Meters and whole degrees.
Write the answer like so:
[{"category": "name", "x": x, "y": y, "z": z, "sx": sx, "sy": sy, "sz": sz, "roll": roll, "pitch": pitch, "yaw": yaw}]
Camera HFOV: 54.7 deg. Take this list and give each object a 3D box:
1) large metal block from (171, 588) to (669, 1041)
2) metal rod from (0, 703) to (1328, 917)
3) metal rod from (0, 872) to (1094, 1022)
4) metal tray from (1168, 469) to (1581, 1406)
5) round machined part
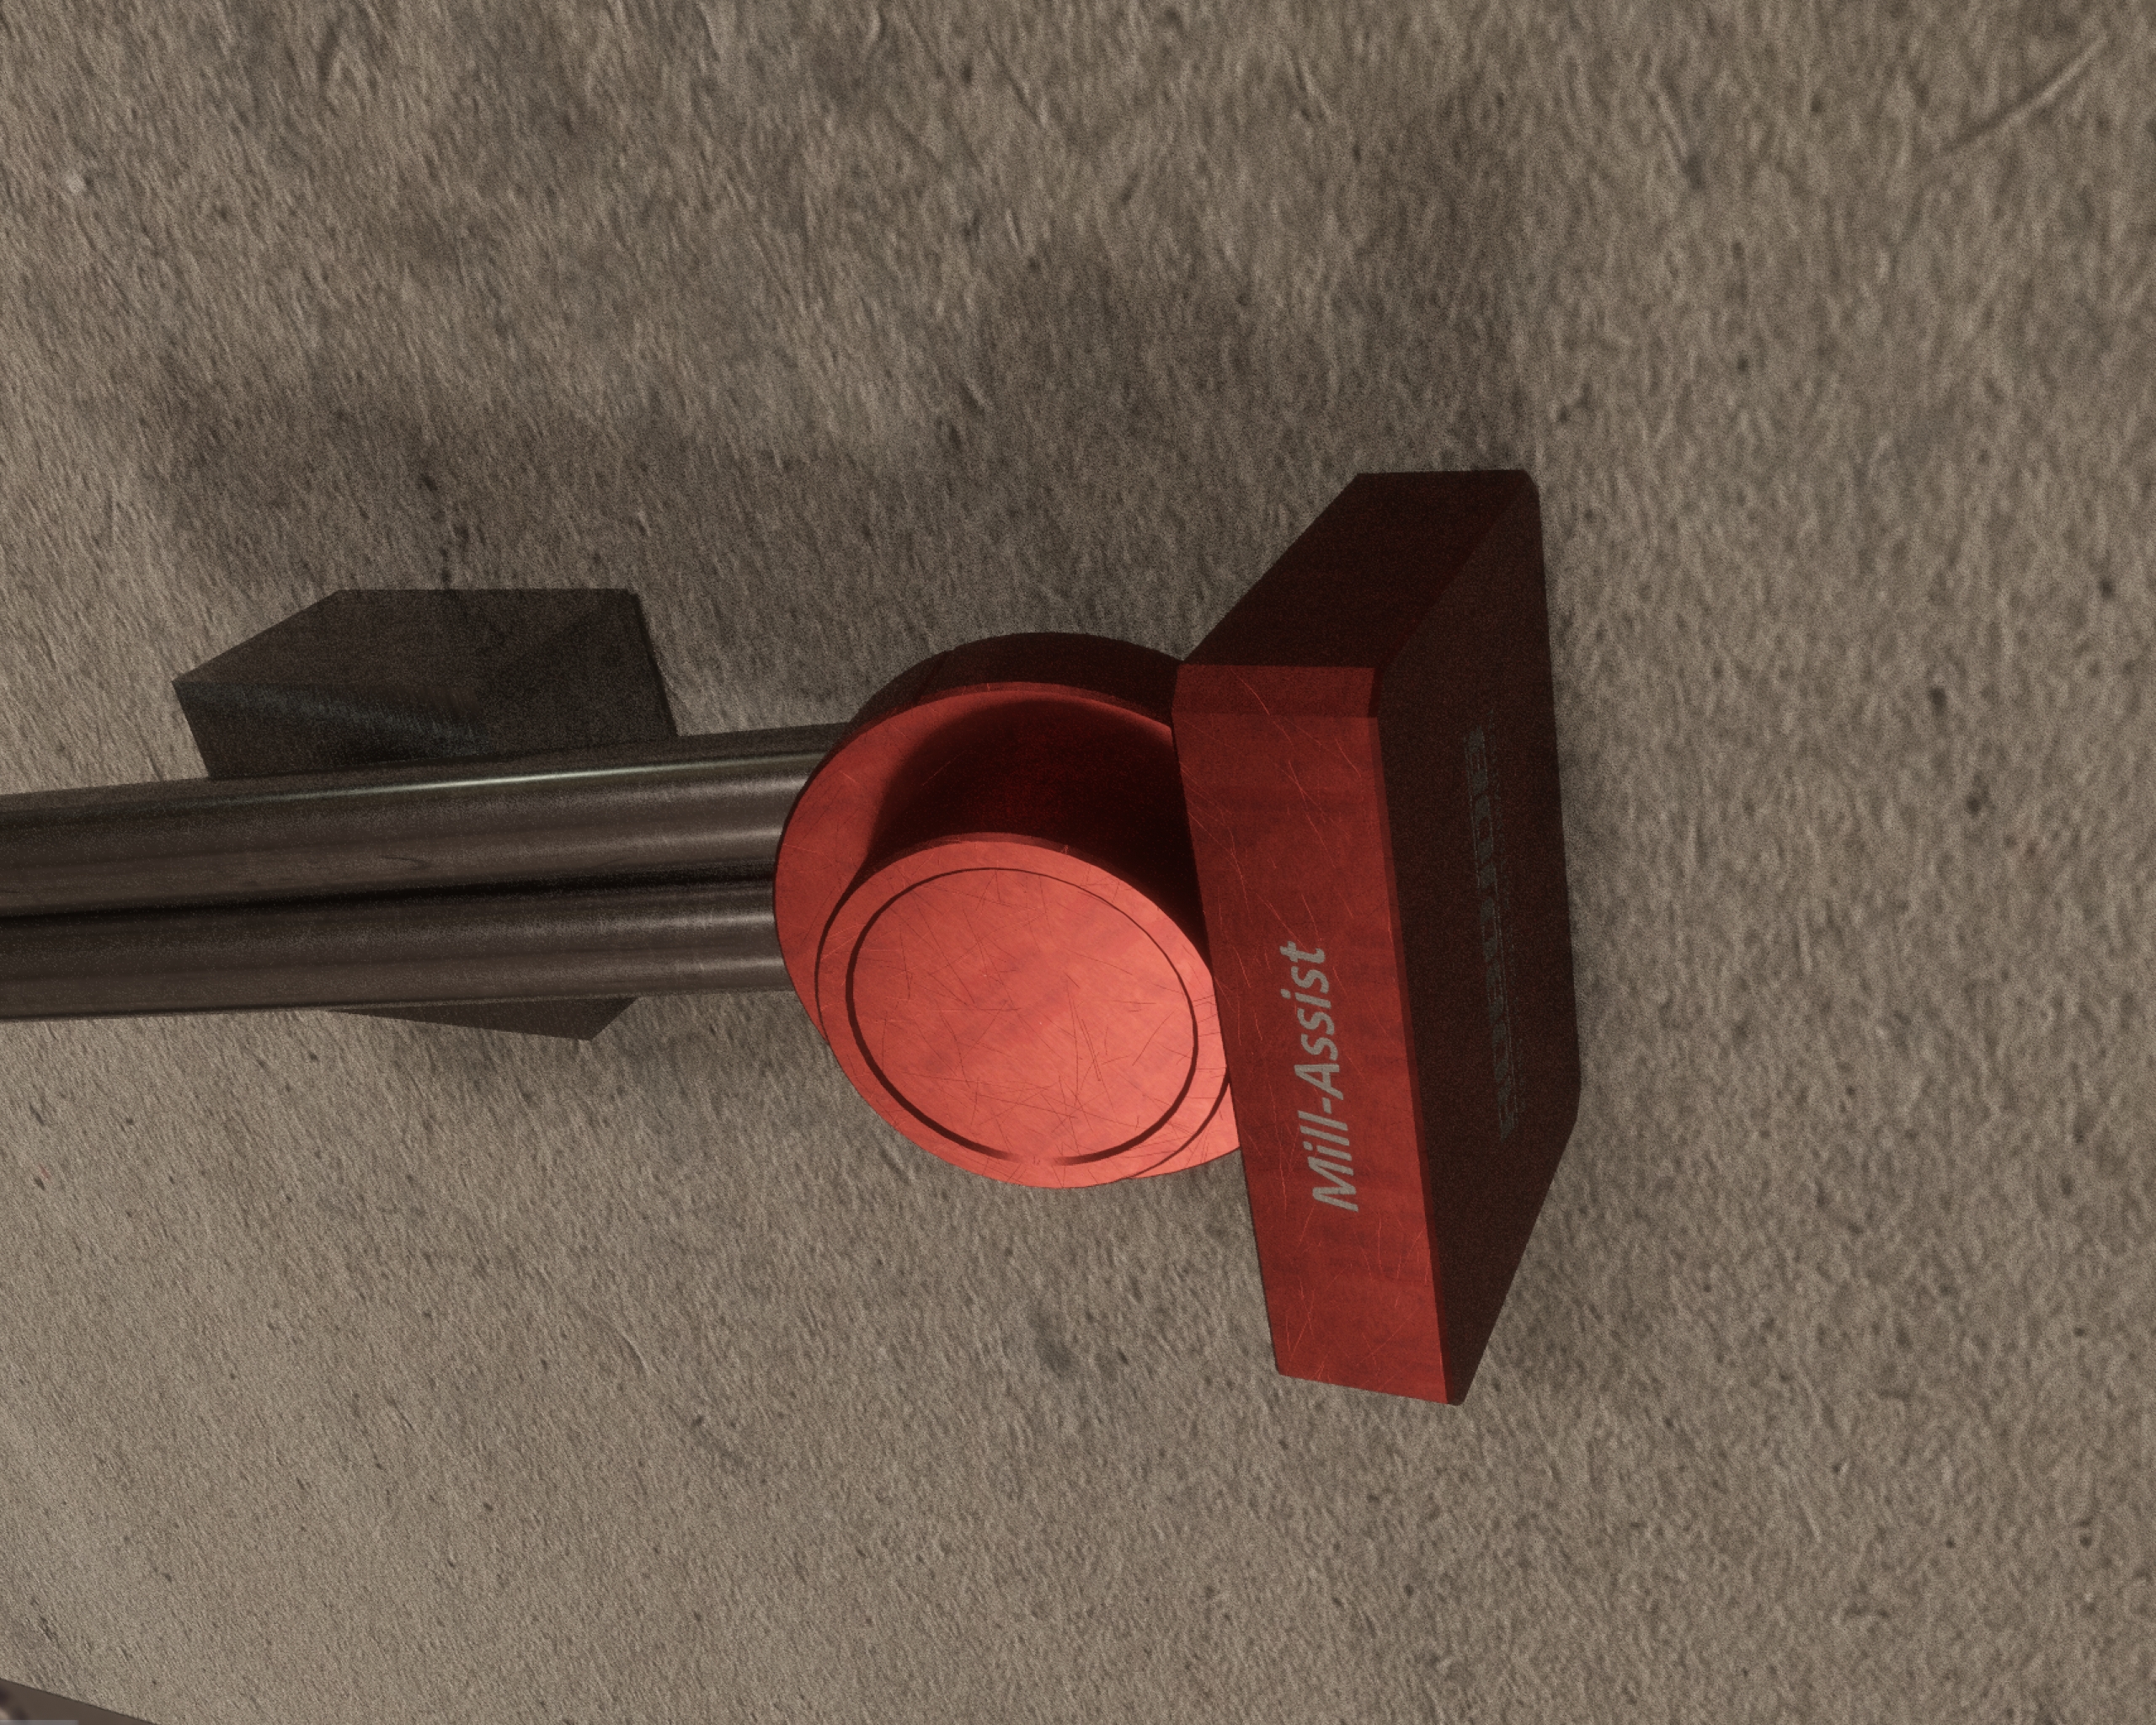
[{"category": "large metal block", "x": -0.133, "y": -0.012, "z": 0.448, "sx": 0.080, "sy": 0.050, "sz": 0.079, "roll": 3, "pitch": 120, "yaw": 26}, {"category": "metal rod", "x": -0.091, "y": -0.010, "z": 0.390, "sx": 0.301, "sy": 0.025, "sz": 0.025, "roll": -4, "pitch": 117, "yaw": 15}, {"category": "metal rod", "x": -0.087, "y": 0.014, "z": 0.403, "sx": 0.301, "sy": 0.025, "sz": 0.025, "roll": -3, "pitch": 118, "yaw": 15}, {"category": "metal tray", "x": 0.054, "y": 0.011, "z": 0.343, "sx": 0.030, "sy": 0.090, "sz": 0.129, "roll": 4, "pitch": 120, "yaw": 26}, {"category": "round machined part", "x": -0.004, "y": 0.015, "z": 0.344, "sx": 0.098, "sy": 0.042, "sz": 0.097, "roll": 7, "pitch": 122, "yaw": 11}]
